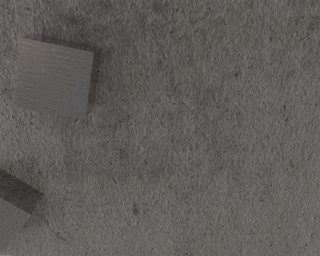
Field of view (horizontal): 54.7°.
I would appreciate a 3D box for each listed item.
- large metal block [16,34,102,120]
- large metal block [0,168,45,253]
[{"bbox_3d":[-0.120,-0.062,0.372,0.081,0.050,0.079,11,110,-4],"label":"large metal block"},{"bbox_3d":[-0.227,0.114,0.436,0.080,0.050,0.080,36,106,-12],"label":"large metal block"}]
